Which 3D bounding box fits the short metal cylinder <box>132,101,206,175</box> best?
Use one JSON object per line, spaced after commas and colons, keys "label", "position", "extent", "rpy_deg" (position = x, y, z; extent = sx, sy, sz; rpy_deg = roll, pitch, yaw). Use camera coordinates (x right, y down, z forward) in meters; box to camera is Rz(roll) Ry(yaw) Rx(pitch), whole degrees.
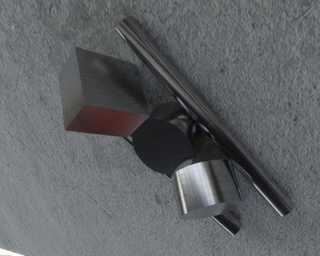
{"label": "short metal cylinder", "position": [0.012, 0.013, 0.393], "extent": [0.080, 0.050, 0.079], "rpy_deg": [13, 124, 21]}

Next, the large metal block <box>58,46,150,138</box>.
{"label": "large metal block", "position": [-0.067, -0.039, 0.364], "extent": [0.050, 0.081, 0.080], "rpy_deg": [-42, 53, 39]}

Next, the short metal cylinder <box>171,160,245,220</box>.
{"label": "short metal cylinder", "position": [0.058, 0.078, 0.383], "extent": [0.080, 0.081, 0.050], "rpy_deg": [-36, 56, 38]}

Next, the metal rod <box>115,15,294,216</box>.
{"label": "metal rod", "position": [0.057, -0.010, 0.372], "extent": [0.300, 0.025, 0.025], "rpy_deg": [48, 129, -6]}

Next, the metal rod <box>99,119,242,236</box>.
{"label": "metal rod", "position": [-0.004, 0.043, 0.436], "extent": [0.300, 0.025, 0.025], "rpy_deg": [42, 129, -1]}
